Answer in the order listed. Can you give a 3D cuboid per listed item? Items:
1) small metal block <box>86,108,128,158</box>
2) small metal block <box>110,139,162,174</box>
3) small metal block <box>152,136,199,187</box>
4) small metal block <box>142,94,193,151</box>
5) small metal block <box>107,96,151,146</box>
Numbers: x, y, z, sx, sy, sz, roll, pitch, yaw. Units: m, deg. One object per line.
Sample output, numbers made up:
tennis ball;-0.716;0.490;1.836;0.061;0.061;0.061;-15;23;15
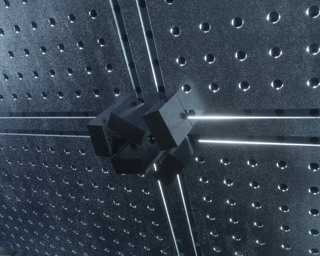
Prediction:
small metal block;-0.072;0.006;0.437;0.025;0.050;0.050;4;121;27
small metal block;-0.033;0.040;0.437;0.050;0.050;0.025;-5;116;30
small metal block;0.021;0.042;0.410;0.025;0.050;0.050;37;129;5
small metal block;0.011;-0.008;0.384;0.025;0.050;0.050;-17;109;35
small metal block;-0.032;-0.011;0.406;0.050;0.050;0.025;29;129;9
